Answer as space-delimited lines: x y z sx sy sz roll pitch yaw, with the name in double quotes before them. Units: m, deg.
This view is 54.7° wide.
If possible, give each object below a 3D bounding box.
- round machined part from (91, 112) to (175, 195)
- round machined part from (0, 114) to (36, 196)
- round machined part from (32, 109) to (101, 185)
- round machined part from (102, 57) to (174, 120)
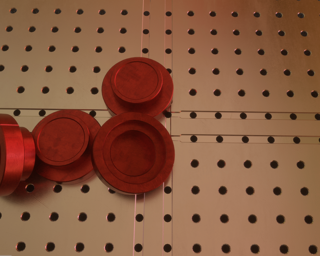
"round machined part" -0.035 0.033 0.380 0.099 0.042 0.098 6 73 -19
"round machined part" -0.186 0.032 0.371 0.098 0.042 0.097 -2 87 39
"round machined part" -0.120 0.020 0.394 0.099 0.042 0.098 0 70 -1
"round machined part" -0.030 -0.056 0.423 0.099 0.042 0.098 0 70 -1
